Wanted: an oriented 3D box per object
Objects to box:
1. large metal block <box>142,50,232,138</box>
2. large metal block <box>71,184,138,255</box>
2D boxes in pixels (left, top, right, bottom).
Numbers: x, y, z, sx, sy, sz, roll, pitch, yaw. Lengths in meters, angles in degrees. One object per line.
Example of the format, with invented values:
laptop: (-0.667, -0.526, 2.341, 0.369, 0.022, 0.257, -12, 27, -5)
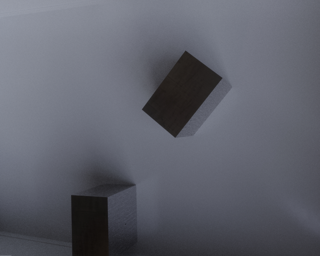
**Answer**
large metal block: (0.036, -0.036, 0.369, 0.050, 0.080, 0.080, 41, 103, 15)
large metal block: (-0.070, 0.121, 0.406, 0.050, 0.080, 0.080, -1, 90, 20)
